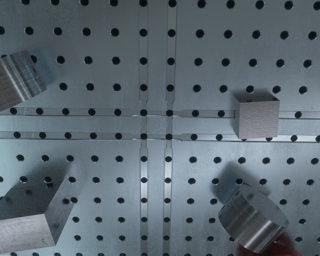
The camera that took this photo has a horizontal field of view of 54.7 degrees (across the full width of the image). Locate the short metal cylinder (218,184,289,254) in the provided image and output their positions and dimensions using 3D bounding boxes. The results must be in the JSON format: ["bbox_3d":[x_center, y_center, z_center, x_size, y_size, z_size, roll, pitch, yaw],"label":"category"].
[{"bbox_3d":[0.129,0.124,0.431,0.080,0.080,0.050,30,107,-11],"label":"short metal cylinder"}]

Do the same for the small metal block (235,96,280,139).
[{"bbox_3d":[0.127,-0.014,0.409,0.050,0.025,0.050,-3,110,1],"label":"small metal block"}]

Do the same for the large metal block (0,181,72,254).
[{"bbox_3d":[-0.177,0.120,0.427,0.080,0.080,0.050,-9,110,3],"label":"large metal block"}]

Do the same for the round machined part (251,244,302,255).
[{"bbox_3d":[0.180,0.223,0.488,0.099,0.042,0.097,0,110,0],"label":"round machined part"}]

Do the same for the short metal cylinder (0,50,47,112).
[{"bbox_3d":[-0.182,-0.053,0.363,0.080,0.080,0.050,-20,109,7],"label":"short metal cylinder"}]
